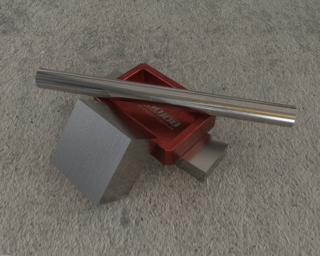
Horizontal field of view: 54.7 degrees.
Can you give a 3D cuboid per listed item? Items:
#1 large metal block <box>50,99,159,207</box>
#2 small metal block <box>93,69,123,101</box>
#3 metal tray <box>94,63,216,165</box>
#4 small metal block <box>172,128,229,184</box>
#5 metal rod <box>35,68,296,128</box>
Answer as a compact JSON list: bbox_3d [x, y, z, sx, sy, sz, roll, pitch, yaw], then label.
[{"bbox_3d":[-0.062,0.024,0.337,0.080,0.080,0.050,35,17,26],"label":"large metal block"},{"bbox_3d":[-0.064,-0.053,0.448,0.050,0.025,0.050,37,59,26],"label":"small metal block"},{"bbox_3d":[-0.007,-0.023,0.387,0.130,0.030,0.090,36,58,26],"label":"metal tray"},{"bbox_3d":[0.047,0.031,0.379,0.050,0.025,0.050,31,56,23],"label":"small metal block"},{"bbox_3d":[0.000,-0.037,0.364,0.302,0.025,0.025,9,51,7],"label":"metal rod"}]
